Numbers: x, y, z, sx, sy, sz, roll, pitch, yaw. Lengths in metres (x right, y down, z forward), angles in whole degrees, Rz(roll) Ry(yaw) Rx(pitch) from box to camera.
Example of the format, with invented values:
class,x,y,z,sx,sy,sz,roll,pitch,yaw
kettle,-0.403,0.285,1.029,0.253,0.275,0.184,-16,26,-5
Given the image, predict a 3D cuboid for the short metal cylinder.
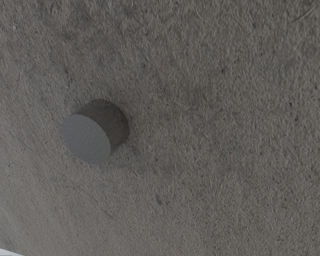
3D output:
class,x,y,z,sx,sy,sz,roll,pitch,yaw
short metal cylinder,-0.091,0.005,0.443,0.080,0.050,0.080,13,124,21
